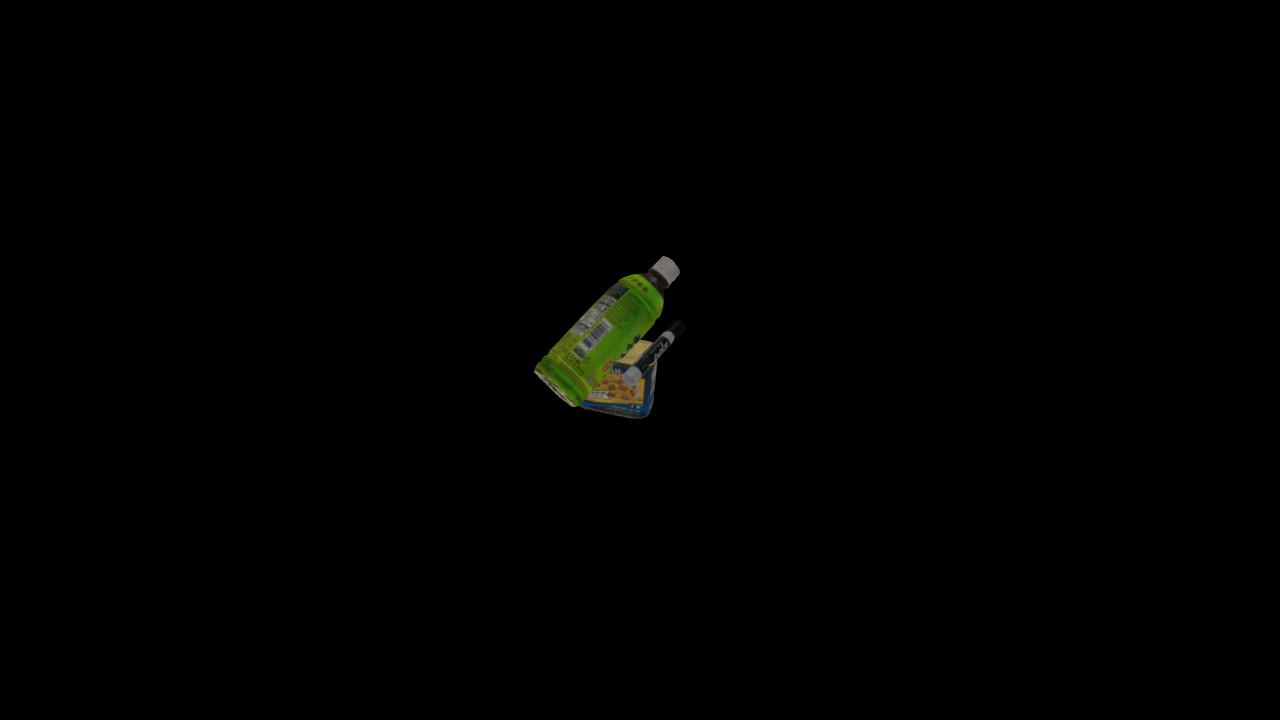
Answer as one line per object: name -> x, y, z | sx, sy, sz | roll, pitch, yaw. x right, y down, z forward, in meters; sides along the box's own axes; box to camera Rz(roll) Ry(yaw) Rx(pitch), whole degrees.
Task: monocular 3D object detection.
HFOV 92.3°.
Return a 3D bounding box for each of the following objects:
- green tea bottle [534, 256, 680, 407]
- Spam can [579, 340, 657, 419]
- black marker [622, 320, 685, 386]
green tea bottle -> -0.031, -0.041, 0.737 | 0.073, 0.212, 0.073 | 41, -10, 9
Spam can -> -0.029, 0.020, 0.764 | 0.101, 0.085, 0.058 | 11, 34, 10
black marker -> 0.019, -0.011, 0.739 | 0.020, 0.020, 0.121 | 0, 35, 40
